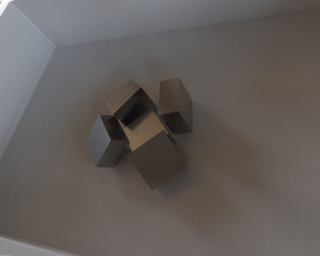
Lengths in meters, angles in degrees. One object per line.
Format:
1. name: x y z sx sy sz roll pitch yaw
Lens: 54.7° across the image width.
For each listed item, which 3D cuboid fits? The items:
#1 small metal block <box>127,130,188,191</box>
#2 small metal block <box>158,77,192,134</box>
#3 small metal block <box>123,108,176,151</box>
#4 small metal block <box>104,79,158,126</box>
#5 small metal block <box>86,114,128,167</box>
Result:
1. small metal block: -0.002 0.037 0.364 0.050 0.025 0.050 -35 88 4
2. small metal block: 0.021 -0.027 0.391 0.025 0.050 0.050 -10 57 21
3. small metal block: -0.016 0.011 0.403 0.050 0.025 0.050 -36 51 4
4. small metal block: -0.039 -0.030 0.424 0.050 0.050 0.025 -45 51 -3
5. small metal block: -0.072 0.017 0.414 0.050 0.025 0.050 -58 45 29
